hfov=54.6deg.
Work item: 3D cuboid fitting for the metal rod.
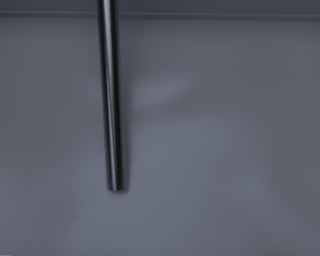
[{"bbox_3d":[-0.059,-0.074,0.373,0.025,0.025,0.298,-2,94,-1],"label":"metal rod"}]
